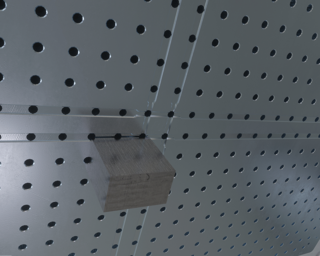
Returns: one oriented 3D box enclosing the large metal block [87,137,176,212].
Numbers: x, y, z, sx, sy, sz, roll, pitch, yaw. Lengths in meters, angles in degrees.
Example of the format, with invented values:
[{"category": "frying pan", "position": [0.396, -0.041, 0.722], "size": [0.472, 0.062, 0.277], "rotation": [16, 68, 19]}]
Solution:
[{"category": "large metal block", "position": [-0.039, 0.053, 0.387], "size": [0.081, 0.080, 0.050], "rotation": [0, 119, -28]}]
